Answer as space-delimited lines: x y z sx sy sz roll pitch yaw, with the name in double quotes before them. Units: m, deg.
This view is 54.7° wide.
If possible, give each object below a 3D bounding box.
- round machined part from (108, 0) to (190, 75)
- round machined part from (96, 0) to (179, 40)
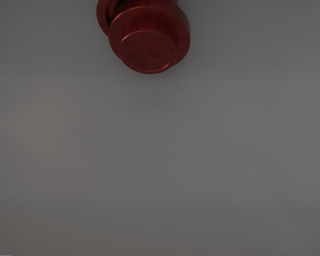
"round machined part" -0.013 -0.103 0.372 0.099 0.098 0.042 4 56 0
"round machined part" -0.026 -0.147 0.383 0.099 0.098 0.042 4 57 0
